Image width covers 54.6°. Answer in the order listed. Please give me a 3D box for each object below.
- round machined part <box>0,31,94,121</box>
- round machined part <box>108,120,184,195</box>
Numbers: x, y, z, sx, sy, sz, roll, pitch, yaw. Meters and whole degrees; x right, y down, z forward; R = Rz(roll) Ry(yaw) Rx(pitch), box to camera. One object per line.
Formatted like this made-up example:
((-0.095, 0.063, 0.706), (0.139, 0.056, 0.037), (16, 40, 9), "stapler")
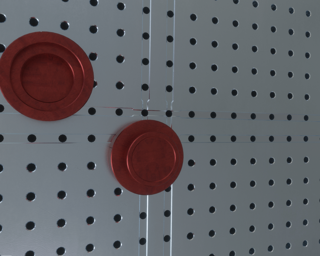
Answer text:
((-0.129, -0.056, 0.356), (0.099, 0.042, 0.097), (0, 90, -20), "round machined part")
((-0.014, 0.038, 0.398), (0.099, 0.042, 0.097), (0, 90, -20), "round machined part")
